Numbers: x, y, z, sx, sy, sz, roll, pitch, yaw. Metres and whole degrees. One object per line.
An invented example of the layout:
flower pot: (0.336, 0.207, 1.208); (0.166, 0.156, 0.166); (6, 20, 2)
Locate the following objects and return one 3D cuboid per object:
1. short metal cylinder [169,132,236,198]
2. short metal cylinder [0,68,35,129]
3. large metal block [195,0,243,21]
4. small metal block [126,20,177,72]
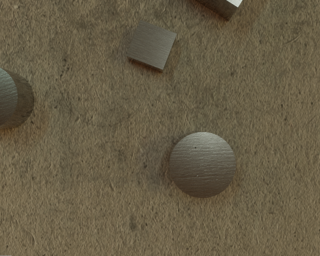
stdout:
short metal cylinder: (0.051, 0.044, 0.398); (0.081, 0.050, 0.080); (0, 90, 0)
short metal cylinder: (-0.211, -0.038, 0.396); (0.081, 0.050, 0.080); (0, 90, 0)
large metal block: (0.081, -0.200, 0.398); (0.080, 0.050, 0.080); (32, 90, 0)
small metal block: (-0.011, -0.107, 0.410); (0.050, 0.025, 0.050); (21, 90, 0)
